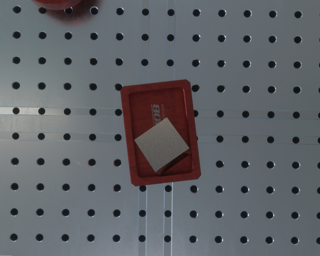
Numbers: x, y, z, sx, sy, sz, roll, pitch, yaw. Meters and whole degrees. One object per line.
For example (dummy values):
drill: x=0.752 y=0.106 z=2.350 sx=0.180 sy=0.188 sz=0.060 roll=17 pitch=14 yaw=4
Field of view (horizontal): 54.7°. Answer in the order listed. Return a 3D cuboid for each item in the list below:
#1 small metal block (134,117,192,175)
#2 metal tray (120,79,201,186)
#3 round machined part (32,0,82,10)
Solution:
small metal block: x=0.004 y=0.023 z=0.392 sx=0.050 sy=0.025 sz=0.050 roll=-35 pitch=68 yaw=0
metal tray: x=0.001 y=0.006 z=0.410 sx=0.091 sy=0.030 sz=0.129 roll=-7 pitch=90 yaw=0
round machined part: x=-0.134 y=-0.202 z=0.404 sx=0.099 sy=0.042 sz=0.097 roll=0 pitch=90 yaw=0
